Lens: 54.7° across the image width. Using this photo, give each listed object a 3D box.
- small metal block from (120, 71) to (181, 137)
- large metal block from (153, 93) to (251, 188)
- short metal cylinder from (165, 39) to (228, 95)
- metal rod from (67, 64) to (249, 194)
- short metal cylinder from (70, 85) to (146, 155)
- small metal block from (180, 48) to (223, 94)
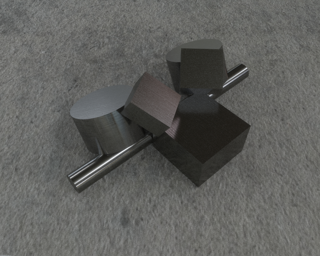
[{"bbox_3d":[-0.009,-0.027,0.346,0.050,0.025,0.050,33,50,-15],"label":"small metal block"},{"bbox_3d":[0.048,0.010,0.378,0.080,0.050,0.080,-34,58,-26],"label":"large metal block"},{"bbox_3d":[0.053,-0.089,0.445,0.080,0.050,0.080,-13,31,8],"label":"short metal cylinder"},{"bbox_3d":[0.015,-0.012,0.415,0.302,0.025,0.025,-34,58,-26],"label":"metal rod"},{"bbox_3d":[-0.061,-0.012,0.380,0.080,0.050,0.080,-13,31,8],"label":"short metal cylinder"},{"bbox_3d":[0.050,-0.069,0.382,0.050,0.025,0.050,2,81,1],"label":"small metal block"}]
